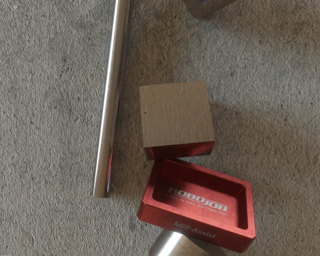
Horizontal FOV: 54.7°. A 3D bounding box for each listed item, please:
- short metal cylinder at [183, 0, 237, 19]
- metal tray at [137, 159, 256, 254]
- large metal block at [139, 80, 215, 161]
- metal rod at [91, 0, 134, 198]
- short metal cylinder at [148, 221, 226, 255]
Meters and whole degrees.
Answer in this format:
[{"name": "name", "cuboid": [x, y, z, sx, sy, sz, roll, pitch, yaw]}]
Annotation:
[{"name": "short metal cylinder", "cuboid": [0.055, -0.184, 0.383, 0.050, 0.080, 0.080, -26, 90, 0]}, {"name": "metal tray", "cuboid": [0.046, 0.087, 0.377, 0.131, 0.090, 0.030, 18, 125, 0]}, {"name": "large metal block", "cuboid": [0.019, -0.009, 0.384, 0.080, 0.050, 0.080, -5, 66, 0]}, {"name": "metal rod", "cuboid": [-0.060, -0.059, 0.409, 0.025, 0.025, 0.298, 7, 90, 0]}, {"name": "short metal cylinder", "cuboid": [0.033, 0.155, 0.383, 0.080, 0.080, 0.050, 34, 90, 0]}]
